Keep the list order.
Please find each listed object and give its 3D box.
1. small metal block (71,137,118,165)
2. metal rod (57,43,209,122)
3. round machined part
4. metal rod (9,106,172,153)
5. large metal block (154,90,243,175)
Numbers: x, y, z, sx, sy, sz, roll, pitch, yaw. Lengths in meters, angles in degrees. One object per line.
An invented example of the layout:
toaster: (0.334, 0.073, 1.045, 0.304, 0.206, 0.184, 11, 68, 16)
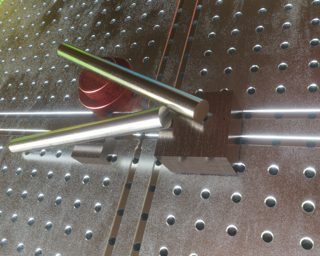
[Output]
small metal block: (-0.092, 0.024, 0.440, 0.050, 0.025, 0.050, 0, 62, 27)
metal rod: (-0.058, -0.073, 0.420, 0.300, 0.025, 0.025, 29, 77, 40)
round machined part: (-0.087, -0.073, 0.485, 0.098, 0.042, 0.098, -13, 56, 20)
metal rod: (-0.116, 0.009, 0.426, 0.300, 0.025, 0.025, -10, 57, 35)
large metal block: (0.047, 0.006, 0.359, 0.080, 0.050, 0.080, -2, 61, 27)
